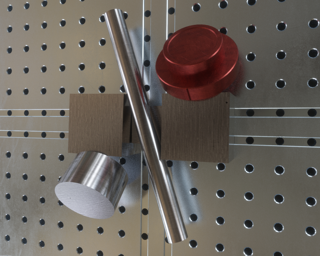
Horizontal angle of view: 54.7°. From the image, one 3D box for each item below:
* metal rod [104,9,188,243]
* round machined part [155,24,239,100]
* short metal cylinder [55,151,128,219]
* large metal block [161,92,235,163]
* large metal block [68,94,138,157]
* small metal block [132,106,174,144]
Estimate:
[{"bbox_3d":[-0.020,-0.007,0.392,0.025,0.025,0.299,-18,84,19],"label":"metal rod"},{"bbox_3d":[0.041,-0.083,0.363,0.098,0.042,0.098,-9,53,12],"label":"round machined part"},{"bbox_3d":[-0.088,0.076,0.408,0.080,0.050,0.080,11,136,11],"label":"short metal cylinder"},{"bbox_3d":[0.048,-0.001,0.383,0.080,0.050,0.079,1,90,20],"label":"large metal block"},{"bbox_3d":[-0.076,-0.005,0.427,0.080,0.050,0.079,2,91,20],"label":"large metal block"},{"bbox_3d":[-0.009,-0.004,0.416,0.050,0.025,0.050,1,90,20],"label":"small metal block"}]
